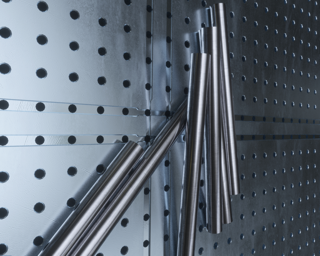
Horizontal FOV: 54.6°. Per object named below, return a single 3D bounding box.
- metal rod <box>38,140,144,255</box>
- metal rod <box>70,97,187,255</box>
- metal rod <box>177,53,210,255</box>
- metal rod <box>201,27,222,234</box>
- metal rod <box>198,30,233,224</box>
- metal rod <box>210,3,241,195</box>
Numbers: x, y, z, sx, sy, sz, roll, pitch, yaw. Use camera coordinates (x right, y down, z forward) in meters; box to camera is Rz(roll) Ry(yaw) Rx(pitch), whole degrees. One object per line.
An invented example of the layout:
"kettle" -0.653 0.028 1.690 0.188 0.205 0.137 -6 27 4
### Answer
"metal rod" -0.110 0.132 0.316 0.025 0.025 0.301 52 60 -28
"metal rod" -0.020 0.052 0.391 0.301 0.025 0.025 -53 121 -27
"metal rod" 0.044 0.052 0.421 0.025 0.025 0.298 -2 99 -40
"metal rod" 0.076 0.011 0.447 0.025 0.025 0.298 -14 106 -39
"metal rod" 0.087 0.000 0.480 0.025 0.025 0.298 -11 97 -39
"metal rod" 0.104 -0.042 0.494 0.025 0.025 0.298 -10 96 -40
